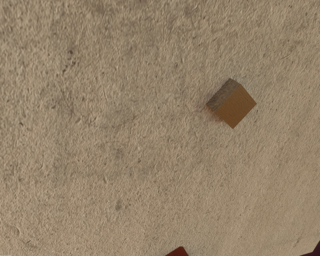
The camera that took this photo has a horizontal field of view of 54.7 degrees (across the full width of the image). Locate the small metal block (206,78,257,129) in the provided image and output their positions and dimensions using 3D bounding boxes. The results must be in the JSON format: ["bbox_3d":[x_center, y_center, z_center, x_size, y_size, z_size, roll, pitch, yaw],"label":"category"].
[{"bbox_3d":[0.102,-0.034,0.441,0.050,0.025,0.050,-48,129,5],"label":"small metal block"}]

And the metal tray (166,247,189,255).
[{"bbox_3d":[0.027,0.296,0.601,0.090,0.030,0.129,-28,128,-10],"label":"metal tray"}]
